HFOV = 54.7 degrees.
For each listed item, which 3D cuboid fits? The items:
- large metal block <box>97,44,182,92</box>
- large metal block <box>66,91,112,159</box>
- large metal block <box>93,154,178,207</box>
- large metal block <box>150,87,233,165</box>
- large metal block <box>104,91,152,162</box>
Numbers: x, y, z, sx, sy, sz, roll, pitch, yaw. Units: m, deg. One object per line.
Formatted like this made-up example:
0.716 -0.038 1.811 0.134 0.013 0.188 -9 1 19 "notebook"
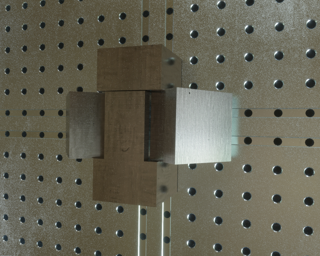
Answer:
-0.023 -0.068 0.389 0.080 0.080 0.050 1 91 19 "large metal block"
-0.096 -0.004 0.409 0.050 0.080 0.079 0 91 -20 "large metal block"
-0.028 0.061 0.391 0.080 0.080 0.050 1 91 19 "large metal block"
0.037 -0.002 0.361 0.050 0.081 0.079 1 90 57 "large metal block"
-0.027 -0.002 0.391 0.050 0.080 0.079 1 91 20 "large metal block"
